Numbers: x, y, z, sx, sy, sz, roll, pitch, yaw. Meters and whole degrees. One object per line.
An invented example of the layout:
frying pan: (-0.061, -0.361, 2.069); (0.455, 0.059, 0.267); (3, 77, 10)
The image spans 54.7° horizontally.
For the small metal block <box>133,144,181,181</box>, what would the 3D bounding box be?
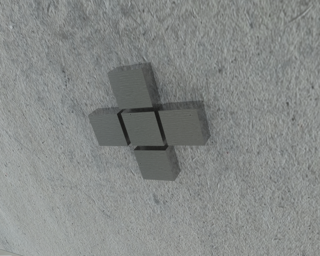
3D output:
small metal block: (-0.003, 0.046, 0.437); (0.050, 0.025, 0.050); (-2, 118, 29)

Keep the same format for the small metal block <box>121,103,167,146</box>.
small metal block: (-0.018, -0.004, 0.414); (0.050, 0.025, 0.050); (-2, 118, 28)

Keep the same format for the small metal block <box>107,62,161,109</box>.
small metal block: (-0.032, -0.053, 0.391); (0.050, 0.025, 0.050); (-2, 118, 28)

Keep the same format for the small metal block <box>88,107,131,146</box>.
small metal block: (-0.068, -0.002, 0.441); (0.050, 0.025, 0.050); (-2, 118, 28)

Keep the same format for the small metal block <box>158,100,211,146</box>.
small metal block: (0.031, -0.006, 0.387); (0.050, 0.025, 0.050); (-2, 118, 28)
